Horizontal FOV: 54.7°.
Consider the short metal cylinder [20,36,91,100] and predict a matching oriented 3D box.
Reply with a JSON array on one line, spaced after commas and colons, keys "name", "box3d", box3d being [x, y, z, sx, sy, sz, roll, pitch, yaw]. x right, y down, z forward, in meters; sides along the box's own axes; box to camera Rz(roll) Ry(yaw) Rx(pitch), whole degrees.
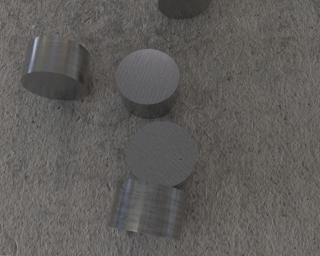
[{"name": "short metal cylinder", "box3d": [-0.135, -0.076, 0.406, 0.080, 0.080, 0.050, 2, 70, 0]}]

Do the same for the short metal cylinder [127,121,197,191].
[{"name": "short metal cylinder", "box3d": [0.002, 0.038, 0.381, 0.081, 0.050, 0.080, 0, 70, 0]}]

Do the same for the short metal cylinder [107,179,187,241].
[{"name": "short metal cylinder", "box3d": [-0.013, 0.092, 0.345, 0.080, 0.080, 0.050, 10, 71, 3]}]

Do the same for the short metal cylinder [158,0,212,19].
[{"name": "short metal cylinder", "box3d": [0.034, -0.207, 0.455, 0.081, 0.080, 0.050, -8, 70, -3]}]

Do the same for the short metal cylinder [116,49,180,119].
[{"name": "short metal cylinder", "box3d": [-0.015, -0.058, 0.416, 0.081, 0.050, 0.080, 0, 70, 0]}]
